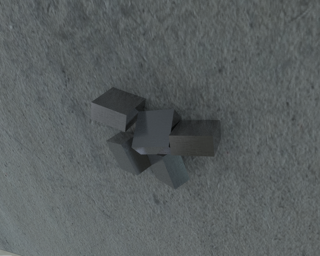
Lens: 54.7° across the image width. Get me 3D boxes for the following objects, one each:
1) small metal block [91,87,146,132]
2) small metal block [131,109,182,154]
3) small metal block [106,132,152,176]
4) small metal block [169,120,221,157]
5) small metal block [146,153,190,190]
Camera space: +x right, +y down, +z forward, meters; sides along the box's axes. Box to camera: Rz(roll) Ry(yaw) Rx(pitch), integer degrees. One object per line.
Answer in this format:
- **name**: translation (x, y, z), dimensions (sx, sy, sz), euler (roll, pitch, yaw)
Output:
- **small metal block**: translation (-0.053, -0.025, 0.402), dimensions (0.050, 0.050, 0.025), euler (21, 126, 16)
- **small metal block**: translation (-0.004, 0.005, 0.390), dimensions (0.050, 0.050, 0.025), euler (-3, 154, 25)
- **small metal block**: translation (-0.045, 0.035, 0.437), dimensions (0.050, 0.025, 0.050), euler (6, 126, 57)
- **small metal block**: translation (0.043, 0.011, 0.368), dimensions (0.050, 0.050, 0.025), euler (0, 111, 20)
- **small metal block**: translation (0.008, 0.048, 0.416), dimensions (0.050, 0.025, 0.050), euler (18, 134, 58)
